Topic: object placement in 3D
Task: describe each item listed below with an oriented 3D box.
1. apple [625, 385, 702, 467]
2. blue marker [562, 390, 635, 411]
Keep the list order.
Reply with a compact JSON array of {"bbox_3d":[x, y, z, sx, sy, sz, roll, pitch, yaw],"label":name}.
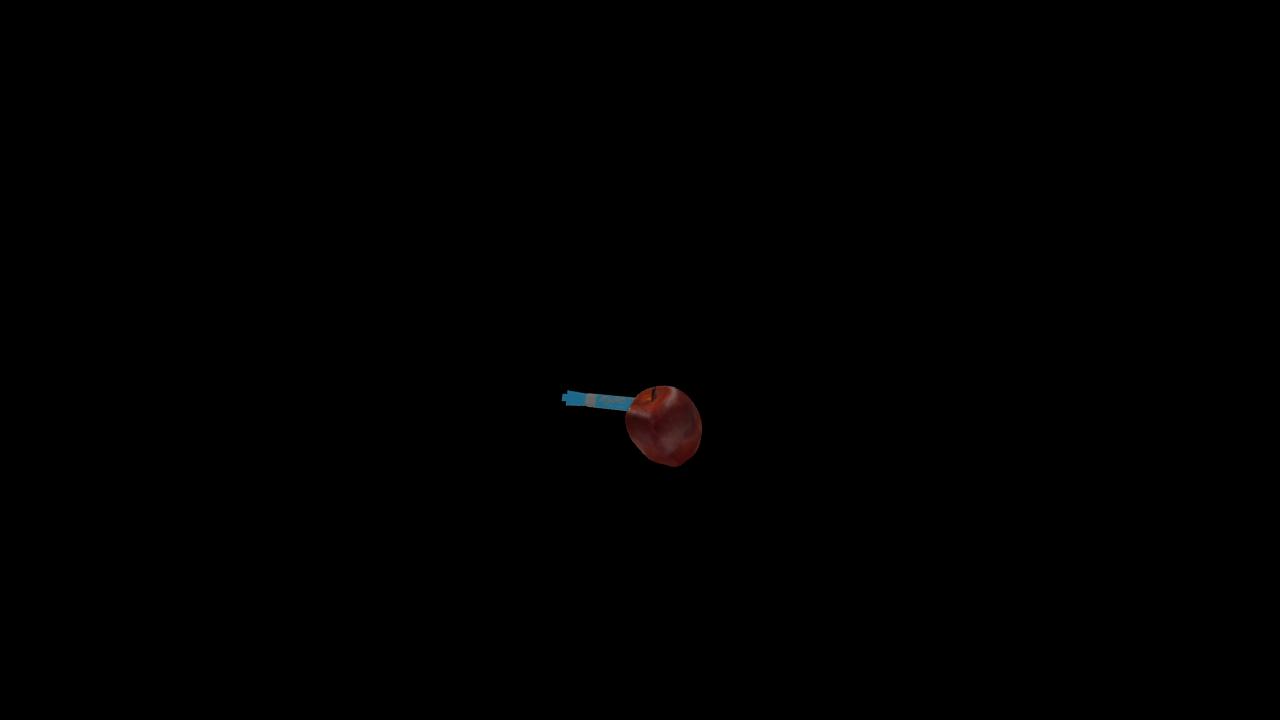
[{"bbox_3d":[0.028,0.070,0.663,0.079,0.093,0.079,-19,25,9],"label":"apple"},{"bbox_3d":[-0.036,0.052,0.758,0.121,0.020,0.020,6,-1,-5],"label":"blue marker"}]
